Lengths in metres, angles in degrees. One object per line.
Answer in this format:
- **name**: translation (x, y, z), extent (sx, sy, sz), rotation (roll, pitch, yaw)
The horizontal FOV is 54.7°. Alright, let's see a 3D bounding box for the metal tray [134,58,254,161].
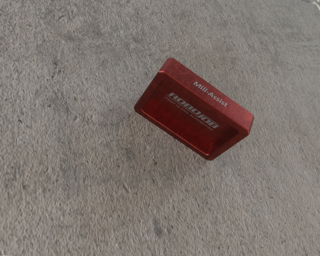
- **metal tray**: translation (0.041, -0.019, 0.399), extent (0.130, 0.090, 0.030), rotation (34, 51, -6)
